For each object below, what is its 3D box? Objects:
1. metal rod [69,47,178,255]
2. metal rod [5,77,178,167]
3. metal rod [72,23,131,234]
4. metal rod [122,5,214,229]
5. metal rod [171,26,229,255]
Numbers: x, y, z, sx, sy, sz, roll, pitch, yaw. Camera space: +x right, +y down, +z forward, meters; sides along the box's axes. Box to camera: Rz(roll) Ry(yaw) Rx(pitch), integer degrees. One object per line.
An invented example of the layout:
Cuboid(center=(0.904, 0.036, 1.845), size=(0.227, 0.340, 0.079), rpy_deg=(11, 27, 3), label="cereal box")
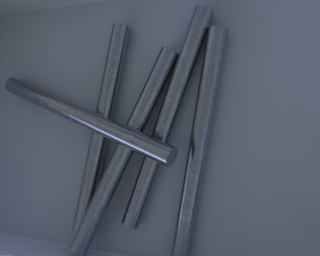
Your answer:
Cuboid(center=(-0.050, 0.034, 0.416), size=(0.025, 0.025, 0.299), rpy_deg=(27, 94, 17), label="metal rod")
Cuboid(center=(-0.110, -0.017, 0.423), size=(0.300, 0.025, 0.025), rpy_deg=(22, 98, 27), label="metal rod")
Cuboid(center=(-0.084, 0.005, 0.438), size=(0.025, 0.025, 0.298), rpy_deg=(13, 94, 19), label="metal rod")
Cuboid(center=(0.008, -0.009, 0.406), size=(0.025, 0.025, 0.298), rpy_deg=(21, 97, 18), label="metal rod")
Cuboid(center=(0.049, 0.024, 0.392), size=(0.025, 0.025, 0.298), rpy_deg=(10, 93, 19), label="metal rod")
